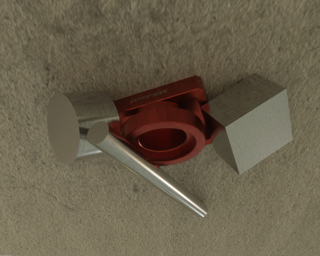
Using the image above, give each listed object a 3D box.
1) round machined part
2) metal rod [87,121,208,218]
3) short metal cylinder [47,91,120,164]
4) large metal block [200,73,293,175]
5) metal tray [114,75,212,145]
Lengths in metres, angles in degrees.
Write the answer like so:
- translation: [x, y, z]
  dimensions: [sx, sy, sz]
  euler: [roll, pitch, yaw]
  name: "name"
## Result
- translation: [0.002, 0.005, 0.370]
  dimensions: [0.099, 0.042, 0.098]
  euler: [-4, 146, -3]
  name: "round machined part"
- translation: [0.005, 0.073, 0.413]
  dimensions: [0.025, 0.025, 0.300]
  euler: [-21, 144, 17]
  name: "metal rod"
- translation: [-0.090, -0.002, 0.361]
  dimensions: [0.050, 0.080, 0.079]
  euler: [-10, 142, -42]
  name: "short metal cylinder"
- translation: [0.104, -0.005, 0.368]
  dimensions: [0.080, 0.050, 0.080]
  euler: [-32, 128, -8]
  name: "large metal block"
- translation: [0.002, -0.006, 0.400]
  dimensions: [0.130, 0.030, 0.090]
  euler: [-16, 129, 12]
  name: "metal tray"
